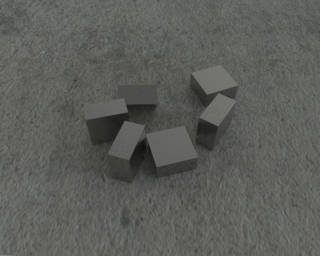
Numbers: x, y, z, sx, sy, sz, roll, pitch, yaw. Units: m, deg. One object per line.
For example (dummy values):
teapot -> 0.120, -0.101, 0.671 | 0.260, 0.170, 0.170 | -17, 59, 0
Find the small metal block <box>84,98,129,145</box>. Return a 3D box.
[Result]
small metal block -> -0.066, -0.007, 0.392 | 0.050, 0.050, 0.025 | -11, 51, -10

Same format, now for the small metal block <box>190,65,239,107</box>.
small metal block -> 0.079, -0.063, 0.457 | 0.050, 0.025, 0.050 | -17, 52, -15

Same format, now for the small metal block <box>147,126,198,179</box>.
small metal block -> 0.013, 0.029, 0.379 | 0.050, 0.025, 0.050 | -12, 51, -11

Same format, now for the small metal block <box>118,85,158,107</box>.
small metal block -> -0.029, -0.043, 0.420 | 0.050, 0.050, 0.025 | -1, 90, -2

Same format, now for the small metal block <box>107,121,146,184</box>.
small metal block -> -0.037, 0.028, 0.363 | 0.025, 0.050, 0.050 | 14, 51, 11

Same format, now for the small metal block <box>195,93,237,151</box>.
small metal block -> 0.071, -0.007, 0.394 | 0.025, 0.050, 0.050 | 28, 55, 21
